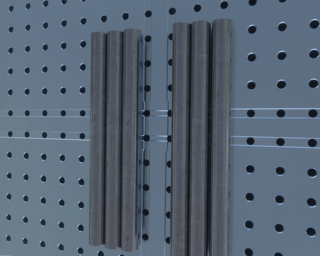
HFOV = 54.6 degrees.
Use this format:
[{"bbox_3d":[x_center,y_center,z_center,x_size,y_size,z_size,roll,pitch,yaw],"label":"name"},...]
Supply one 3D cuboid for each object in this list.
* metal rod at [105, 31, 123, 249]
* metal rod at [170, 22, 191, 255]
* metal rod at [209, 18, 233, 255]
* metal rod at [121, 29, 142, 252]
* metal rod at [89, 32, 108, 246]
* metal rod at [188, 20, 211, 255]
[{"bbox_3d":[-0.063,0.016,0.435,0.025,0.025,0.298,1,90,20],"label":"metal rod"},{"bbox_3d":[0.027,0.016,0.403,0.025,0.025,0.298,1,90,20],"label":"metal rod"},{"bbox_3d":[0.076,0.017,0.385,0.025,0.025,0.298,1,90,20],"label":"metal rod"},{"bbox_3d":[-0.040,0.016,0.426,0.025,0.025,0.298,1,90,20],"label":"metal rod"},{"bbox_3d":[-0.088,0.015,0.444,0.025,0.025,0.298,1,90,20],"label":"metal rod"},{"bbox_3d":[0.050,0.017,0.394,0.025,0.025,0.298,1,90,20],"label":"metal rod"}]
